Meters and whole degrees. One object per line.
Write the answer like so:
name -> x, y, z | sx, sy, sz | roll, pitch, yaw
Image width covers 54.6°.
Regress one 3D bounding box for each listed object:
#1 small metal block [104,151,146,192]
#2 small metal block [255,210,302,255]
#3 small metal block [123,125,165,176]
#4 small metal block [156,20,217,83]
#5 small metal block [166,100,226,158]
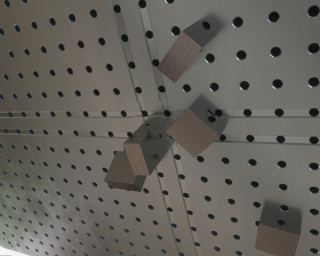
small metal block -> -0.046, 0.063, 0.455 | 0.050, 0.050, 0.025 | 2, 145, 27
small metal block -> 0.158, 0.145, 0.417 | 0.050, 0.025, 0.050 | 11, 123, 22
small metal block -> -0.020, 0.030, 0.425 | 0.025, 0.050, 0.050 | -1, 118, 29
small metal block -> 0.029, -0.082, 0.330 | 0.025, 0.050, 0.050 | 41, 129, 0
small metal block -> 0.044, 0.002, 0.389 | 0.050, 0.025, 0.050 | 42, 129, -1
